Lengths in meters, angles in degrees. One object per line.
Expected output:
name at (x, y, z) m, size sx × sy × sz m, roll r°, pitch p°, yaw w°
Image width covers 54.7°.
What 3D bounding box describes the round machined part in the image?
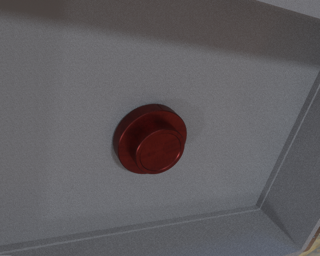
round machined part at (-0.007, 0.021, 0.404) m, size 0.099 × 0.042 × 0.097 m, roll -14°, pitch 125°, yaw -21°
